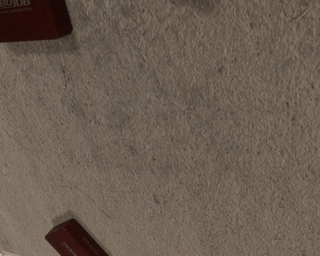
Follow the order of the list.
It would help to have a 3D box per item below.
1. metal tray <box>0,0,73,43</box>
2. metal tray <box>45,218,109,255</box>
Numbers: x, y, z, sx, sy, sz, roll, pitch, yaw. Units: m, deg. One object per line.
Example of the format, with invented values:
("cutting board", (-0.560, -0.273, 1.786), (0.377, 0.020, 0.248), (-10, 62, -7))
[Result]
("metal tray", (-0.184, -0.160, 0.399), (0.130, 0.030, 0.089), (5, 121, 25))
("metal tray", (-0.170, 0.255, 0.648), (0.090, 0.030, 0.130), (-32, 101, 37))
